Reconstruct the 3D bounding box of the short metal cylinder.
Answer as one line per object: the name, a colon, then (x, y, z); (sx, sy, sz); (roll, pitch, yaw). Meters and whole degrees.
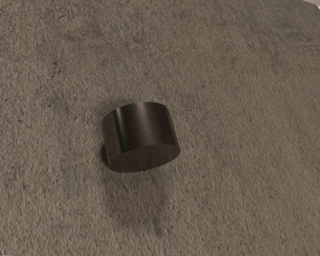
short metal cylinder: (-0.022, 0.013, 0.350); (0.081, 0.080, 0.050); (0, 62, -29)
